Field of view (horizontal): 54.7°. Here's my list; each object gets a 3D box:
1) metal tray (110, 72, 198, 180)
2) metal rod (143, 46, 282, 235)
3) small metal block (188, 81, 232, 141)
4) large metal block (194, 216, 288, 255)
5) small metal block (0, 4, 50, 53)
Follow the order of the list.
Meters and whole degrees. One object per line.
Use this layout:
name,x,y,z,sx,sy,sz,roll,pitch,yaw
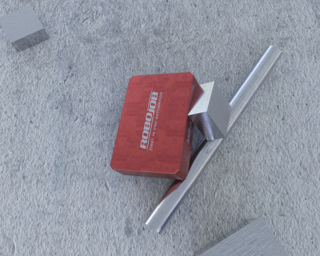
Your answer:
metal tray,-0.004,-0.005,0.389,0.090,0.030,0.130,1,68,24
metal rod,0.078,0.004,0.407,0.025,0.025,0.300,34,73,11
small metal block,0.063,-0.021,0.382,0.025,0.050,0.050,-11,45,36
large metal block,0.095,0.155,0.340,0.080,0.050,0.080,-28,73,-10
small metal block,-0.202,-0.148,0.460,0.050,0.025,0.050,-29,73,-10
